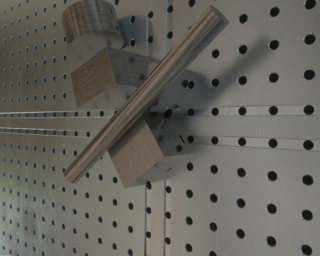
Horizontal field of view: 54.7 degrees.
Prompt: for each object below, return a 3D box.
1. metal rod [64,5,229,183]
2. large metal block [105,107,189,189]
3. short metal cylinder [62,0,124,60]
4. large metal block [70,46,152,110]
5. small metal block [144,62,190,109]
[{"bbox_3d":[-0.035,-0.020,0.373,0.299,0.025,0.025,-44,64,31],"label":"metal rod"},{"bbox_3d":[-0.022,0.023,0.411,0.080,0.050,0.080,-42,65,32],"label":"large metal block"},{"bbox_3d":[-0.098,-0.141,0.455,0.080,0.081,0.050,-25,75,37],"label":"short metal cylinder"},{"bbox_3d":[-0.061,-0.063,0.424,0.080,0.081,0.050,-23,76,37],"label":"large metal block"},{"bbox_3d":[0.009,-0.052,0.386,0.025,0.050,0.050,18,101,38],"label":"small metal block"}]
